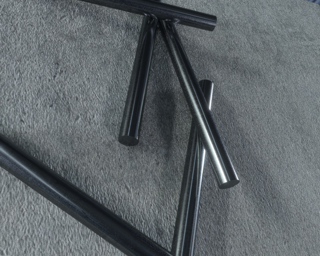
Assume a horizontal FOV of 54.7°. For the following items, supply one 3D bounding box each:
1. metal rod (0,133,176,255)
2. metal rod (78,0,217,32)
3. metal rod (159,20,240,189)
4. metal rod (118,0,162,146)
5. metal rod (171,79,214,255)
[{"bbox_3d":[-0.062,0.086,0.299,0.301,0.025,0.025,34,51,2],"label":"metal rod"},{"bbox_3d":[-0.058,-0.189,0.463,0.302,0.025,0.025,8,58,-15],"label":"metal rod"},{"bbox_3d":[0.044,-0.056,0.438,0.025,0.025,0.299,2,54,-27],"label":"metal rod"},{"bbox_3d":[-0.023,-0.108,0.456,0.025,0.025,0.300,19,54,-17],"label":"metal rod"},{"bbox_3d":[0.043,0.052,0.394,0.025,0.025,0.300,24,53,-14],"label":"metal rod"}]
